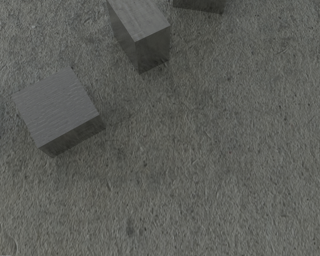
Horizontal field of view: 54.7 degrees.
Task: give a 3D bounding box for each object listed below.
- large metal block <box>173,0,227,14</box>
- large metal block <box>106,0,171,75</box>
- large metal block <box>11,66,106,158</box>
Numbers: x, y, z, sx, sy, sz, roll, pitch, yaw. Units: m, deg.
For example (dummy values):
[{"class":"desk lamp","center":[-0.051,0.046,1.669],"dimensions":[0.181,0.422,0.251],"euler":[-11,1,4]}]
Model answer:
[{"class":"large metal block","center":[0.067,-0.231,0.479],"dimensions":[0.080,0.050,0.080],"euler":[10,70,3]},{"class":"large metal block","center":[-0.029,-0.134,0.428],"dimensions":[0.050,0.080,0.080],"euler":[-29,73,-10]},{"class":"large metal block","center":[-0.128,-0.020,0.401],"dimensions":[0.080,0.050,0.080],"euler":[-30,73,-11]}]
